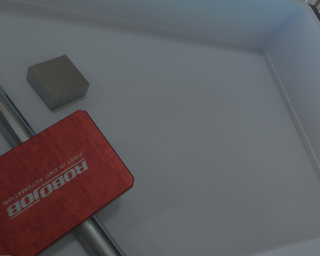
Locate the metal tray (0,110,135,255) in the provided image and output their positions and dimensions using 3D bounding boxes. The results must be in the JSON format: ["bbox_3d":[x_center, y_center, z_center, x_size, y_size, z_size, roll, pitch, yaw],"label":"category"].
[{"bbox_3d":[-0.101,0.054,0.287,0.131,0.030,0.090,-34,81,-18],"label":"metal tray"}]

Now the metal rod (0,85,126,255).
[{"bbox_3d":[-0.131,0.024,0.320,0.025,0.025,0.300,-33,80,-38],"label":"metal rod"}]

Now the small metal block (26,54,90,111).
[{"bbox_3d":[-0.123,-0.055,0.374,0.050,0.025,0.050,-34,81,-38],"label":"small metal block"}]
